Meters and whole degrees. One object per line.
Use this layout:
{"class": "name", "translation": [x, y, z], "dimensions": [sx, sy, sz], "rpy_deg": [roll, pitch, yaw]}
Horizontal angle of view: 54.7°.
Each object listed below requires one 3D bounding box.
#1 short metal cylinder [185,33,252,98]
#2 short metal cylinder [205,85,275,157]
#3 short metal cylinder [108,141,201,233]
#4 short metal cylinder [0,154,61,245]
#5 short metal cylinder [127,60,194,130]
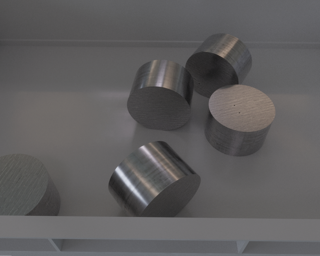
{"class": "short metal cylinder", "translation": [0.083, -0.087, 0.443], "dimensions": [0.080, 0.080, 0.050], "rpy_deg": [25, 55, 19]}
{"class": "short metal cylinder", "translation": [0.100, -0.010, 0.398], "dimensions": [0.080, 0.050, 0.080], "rpy_deg": [0, 50, 0]}
{"class": "short metal cylinder", "translation": [-0.005, 0.060, 0.319], "dimensions": [0.081, 0.080, 0.050], "rpy_deg": [-30, 57, -23]}
{"class": "short metal cylinder", "translation": [-0.152, 0.074, 0.325], "dimensions": [0.080, 0.050, 0.080], "rpy_deg": [0, 50, 0]}
{"class": "short metal cylinder", "translation": [0.002, -0.041, 0.404], "dimensions": [0.080, 0.080, 0.050], "rpy_deg": [7, 51, 5]}
